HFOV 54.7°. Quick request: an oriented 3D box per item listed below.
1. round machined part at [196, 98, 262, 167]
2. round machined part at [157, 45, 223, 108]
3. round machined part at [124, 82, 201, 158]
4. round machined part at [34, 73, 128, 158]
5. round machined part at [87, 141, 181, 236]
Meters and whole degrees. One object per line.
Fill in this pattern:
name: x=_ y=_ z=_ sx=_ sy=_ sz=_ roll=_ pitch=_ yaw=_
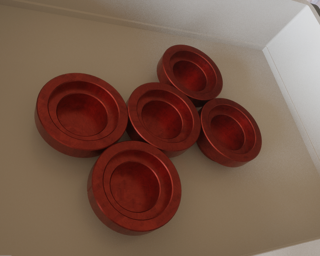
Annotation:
round machined part: x=0.089 y=0.010 z=0.433 sx=0.099 sy=0.042 sz=0.098 roll=14 pitch=56 yaw=-21
round machined part: x=0.040 y=-0.071 z=0.456 sx=0.099 sy=0.042 sz=0.098 roll=14 pitch=56 yaw=-21
round machined part: x=-0.001 y=-0.006 z=0.394 sx=0.099 sy=0.042 sz=0.098 roll=14 pitch=56 yaw=-21
round machined part: x=-0.089 y=-0.011 z=0.350 sx=0.099 sy=0.042 sz=0.098 roll=14 pitch=56 yaw=-21
round machined part: x=-0.030 y=0.066 z=0.334 sx=0.099 sy=0.042 sz=0.098 roll=14 pitch=56 yaw=-21
